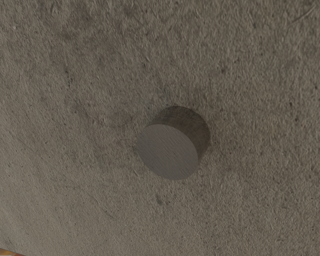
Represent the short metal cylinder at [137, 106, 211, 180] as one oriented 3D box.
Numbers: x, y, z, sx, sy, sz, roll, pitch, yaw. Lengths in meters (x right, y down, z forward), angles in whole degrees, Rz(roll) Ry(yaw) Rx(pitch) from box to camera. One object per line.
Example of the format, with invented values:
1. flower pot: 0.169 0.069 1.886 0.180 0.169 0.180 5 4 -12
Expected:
1. short metal cylinder: 0.018 0.019 0.393 0.080 0.050 0.080 13 124 21
